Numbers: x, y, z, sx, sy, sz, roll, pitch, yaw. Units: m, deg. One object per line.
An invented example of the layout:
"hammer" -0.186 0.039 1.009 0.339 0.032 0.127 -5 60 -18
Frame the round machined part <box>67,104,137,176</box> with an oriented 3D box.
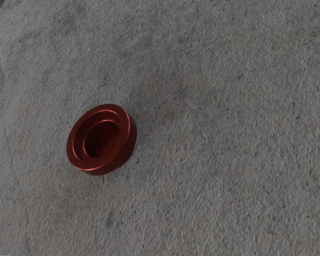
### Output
"round machined part" -0.074 0.019 0.421 0.098 0.042 0.098 -13 56 21
